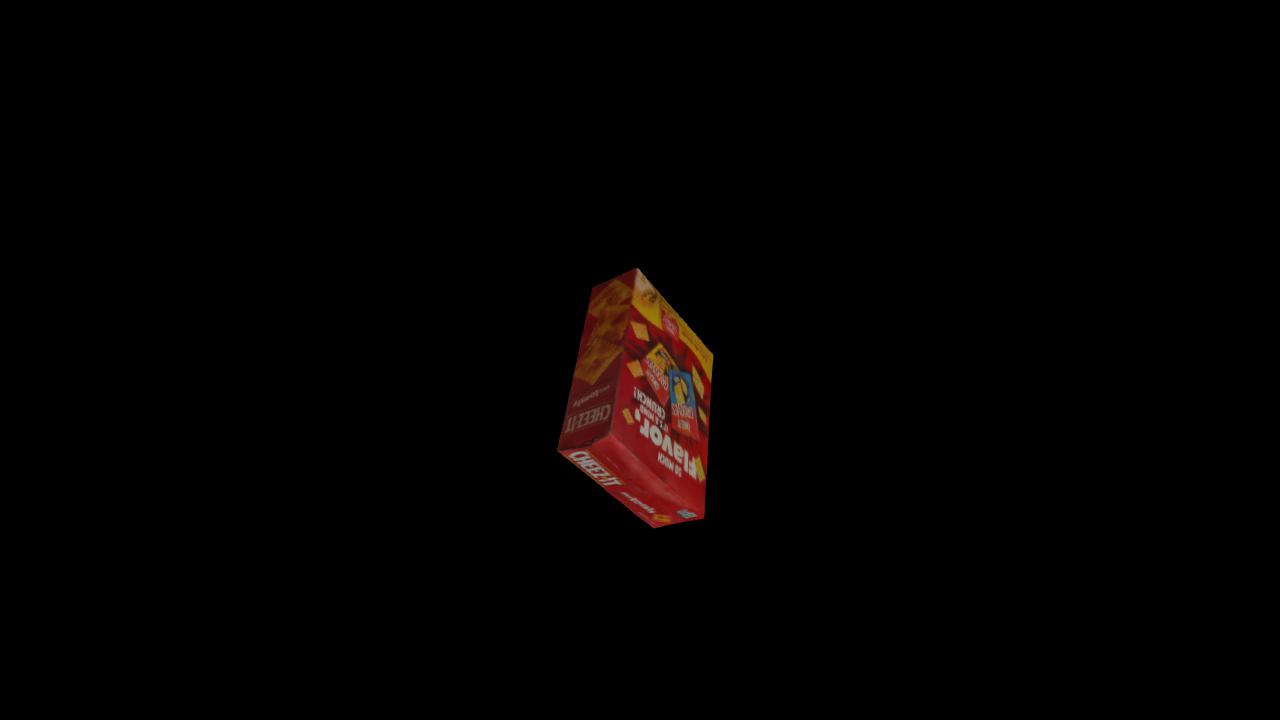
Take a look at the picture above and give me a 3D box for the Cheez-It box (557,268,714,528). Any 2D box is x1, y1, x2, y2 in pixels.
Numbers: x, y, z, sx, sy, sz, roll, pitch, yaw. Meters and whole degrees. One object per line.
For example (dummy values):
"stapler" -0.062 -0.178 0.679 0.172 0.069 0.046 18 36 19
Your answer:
"Cheez-It box" 0.007 0.038 0.645 0.071 0.223 0.166 -21 -48 29
